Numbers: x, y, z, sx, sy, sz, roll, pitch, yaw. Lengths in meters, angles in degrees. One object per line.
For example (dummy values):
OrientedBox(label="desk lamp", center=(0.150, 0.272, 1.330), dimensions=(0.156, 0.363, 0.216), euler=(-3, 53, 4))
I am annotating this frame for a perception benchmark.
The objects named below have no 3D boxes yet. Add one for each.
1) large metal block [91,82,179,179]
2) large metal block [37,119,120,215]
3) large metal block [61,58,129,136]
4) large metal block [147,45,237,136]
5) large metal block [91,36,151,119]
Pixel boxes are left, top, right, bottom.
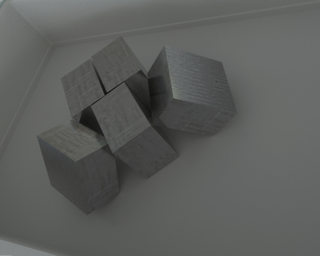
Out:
OrientedBox(label="large metal block", center=(-0.030, 0.004, 0.380), dimensions=(0.050, 0.080, 0.080), euler=(-36, 51, 4))
OrientedBox(label="large metal block", center=(-0.099, 0.046, 0.382), dimensions=(0.080, 0.079, 0.050), euler=(24, 40, 36))
OrientedBox(label="large metal block", center=(-0.086, -0.036, 0.434), dimensions=(0.050, 0.080, 0.080), euler=(-33, 52, 7))
OrientedBox(label="large metal block", center=(0.035, -0.043, 0.367), dimensions=(0.050, 0.081, 0.080), euler=(-52, 36, 46))
OrientedBox(label="large metal block", center=(-0.042, -0.065, 0.429), dimensions=(0.050, 0.080, 0.080), euler=(-34, 52, 6))
